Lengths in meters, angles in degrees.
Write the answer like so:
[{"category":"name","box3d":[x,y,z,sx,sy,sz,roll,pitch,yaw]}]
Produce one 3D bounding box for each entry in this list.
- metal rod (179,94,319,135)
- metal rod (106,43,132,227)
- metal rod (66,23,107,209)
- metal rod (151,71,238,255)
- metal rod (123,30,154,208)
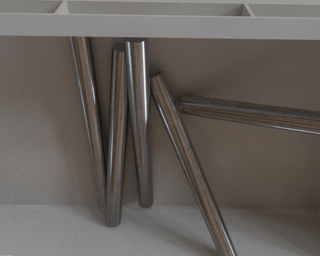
[{"category":"metal rod","box3d":[0.163,-0.005,0.323,0.301,0.025,0.025,10,135,25]},{"category":"metal rod","box3d":[-0.058,0.033,0.421,0.025,0.025,0.298,5,126,-5]},{"category":"metal rod","box3d":[-0.087,0.010,0.416,0.025,0.025,0.298,1,130,-1]},{"category":"metal rod","box3d":[0.049,0.068,0.409,0.025,0.025,0.299,-18,110,14]},{"category":"metal rod","box3d":[-0.023,0.016,0.407,0.025,0.025,0.298,0,135,0]}]
